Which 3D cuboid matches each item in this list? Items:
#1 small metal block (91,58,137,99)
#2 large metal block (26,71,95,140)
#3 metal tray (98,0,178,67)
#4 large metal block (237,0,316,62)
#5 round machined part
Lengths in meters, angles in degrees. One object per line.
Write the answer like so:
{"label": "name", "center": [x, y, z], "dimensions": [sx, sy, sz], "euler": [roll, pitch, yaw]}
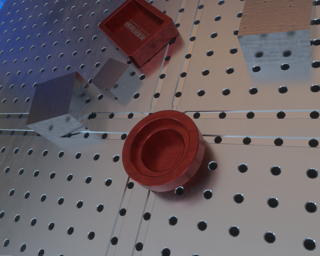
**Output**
{"label": "small metal block", "center": [-0.074, -0.080, 0.496], "dimensions": [0.050, 0.025, 0.050], "euler": [28, 77, 37]}
{"label": "large metal block", "center": [-0.157, -0.035, 0.496], "dimensions": [0.080, 0.050, 0.080], "euler": [-13, 56, 21]}
{"label": "metal tray", "center": [-0.040, -0.169, 0.530], "dimensions": [0.090, 0.030, 0.130], "euler": [-41, 51, 0]}
{"label": "large metal block", "center": [0.151, -0.134, 0.395], "dimensions": [0.080, 0.050, 0.080], "euler": [3, 63, 29]}
{"label": "round machined part", "center": [0.007, 0.030, 0.375], "dimensions": [0.098, 0.042, 0.098], "euler": [-13, 56, 21]}
